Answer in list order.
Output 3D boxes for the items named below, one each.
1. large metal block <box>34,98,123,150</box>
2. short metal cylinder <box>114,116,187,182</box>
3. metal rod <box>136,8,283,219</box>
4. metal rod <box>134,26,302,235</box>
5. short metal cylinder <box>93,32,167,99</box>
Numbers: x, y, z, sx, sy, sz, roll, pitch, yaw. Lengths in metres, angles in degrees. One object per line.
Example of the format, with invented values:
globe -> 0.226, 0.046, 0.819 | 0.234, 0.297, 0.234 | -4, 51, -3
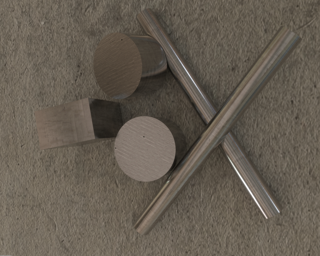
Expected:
large metal block -> -0.104, -0.004, 0.416 | 0.080, 0.080, 0.050 | -12, 86, 19
short metal cylinder -> -0.011, 0.025, 0.399 | 0.080, 0.050, 0.079 | 0, 90, 20
metal rod -> 0.056, -0.026, 0.389 | 0.025, 0.025, 0.299 | -35, 79, 17
metal rod -> 0.054, 0.019, 0.365 | 0.025, 0.025, 0.298 | 40, 112, 15
short metal cylinder -> -0.038, -0.079, 0.397 | 0.080, 0.050, 0.079 | 9, 105, 34
